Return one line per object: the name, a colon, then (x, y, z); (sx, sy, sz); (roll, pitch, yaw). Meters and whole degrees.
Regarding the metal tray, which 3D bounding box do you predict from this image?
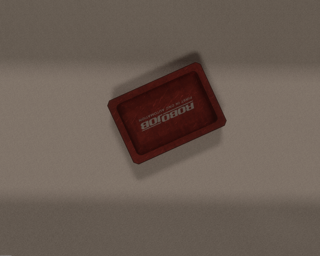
metal tray: (0.009, -0.019, 0.408); (0.131, 0.030, 0.090); (-24, 90, -1)
